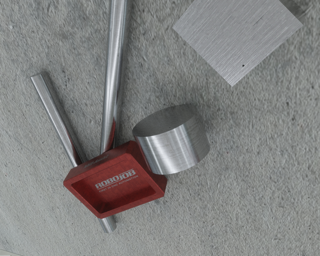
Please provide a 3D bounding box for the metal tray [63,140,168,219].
[{"bbox_3d":[-0.067,0.081,0.461,0.130,0.030,0.090,-26,115,25],"label":"metal tray"}]

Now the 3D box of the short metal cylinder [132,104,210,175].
[{"bbox_3d":[0.014,0.012,0.370,0.080,0.080,0.050,-9,114,32],"label":"short metal cylinder"}]

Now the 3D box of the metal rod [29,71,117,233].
[{"bbox_3d":[-0.134,0.052,0.507,0.025,0.025,0.298,-4,117,30],"label":"metal rod"}]

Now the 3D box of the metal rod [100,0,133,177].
[{"bbox_3d":[-0.061,-0.046,0.408,0.025,0.025,0.298,22,127,14],"label":"metal rod"}]

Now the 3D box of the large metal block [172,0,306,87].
[{"bbox_3d":[0.073,-0.100,0.289,0.080,0.050,0.080,44,129,-3],"label":"large metal block"}]
